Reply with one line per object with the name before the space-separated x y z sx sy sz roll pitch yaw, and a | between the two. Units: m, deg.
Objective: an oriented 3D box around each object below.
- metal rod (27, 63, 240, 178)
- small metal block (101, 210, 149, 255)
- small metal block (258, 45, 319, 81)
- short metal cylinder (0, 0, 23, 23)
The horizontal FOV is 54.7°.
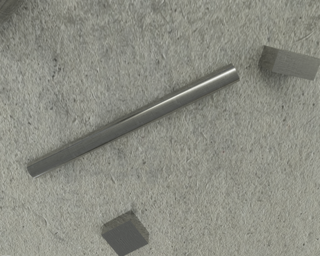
metal rod | -0.041 -0.006 0.407 0.301 0.025 0.025 -25 108 8
small metal block | -0.052 0.160 0.468 0.050 0.025 0.050 -30 108 10
small metal block | 0.153 -0.079 0.370 0.050 0.050 0.025 11 110 -5
short metal cylinder | -0.181 -0.157 0.320 0.080 0.080 0.050 42 105 -14
